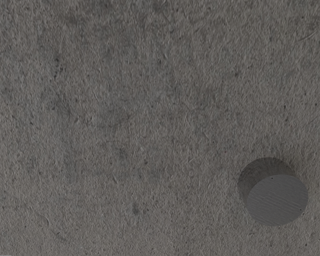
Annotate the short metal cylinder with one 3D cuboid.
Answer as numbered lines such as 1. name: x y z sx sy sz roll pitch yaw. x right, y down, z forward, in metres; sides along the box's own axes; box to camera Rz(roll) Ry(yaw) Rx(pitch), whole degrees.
1. short metal cylinder: 0.154 0.088 0.430 0.081 0.050 0.079 0 110 0
